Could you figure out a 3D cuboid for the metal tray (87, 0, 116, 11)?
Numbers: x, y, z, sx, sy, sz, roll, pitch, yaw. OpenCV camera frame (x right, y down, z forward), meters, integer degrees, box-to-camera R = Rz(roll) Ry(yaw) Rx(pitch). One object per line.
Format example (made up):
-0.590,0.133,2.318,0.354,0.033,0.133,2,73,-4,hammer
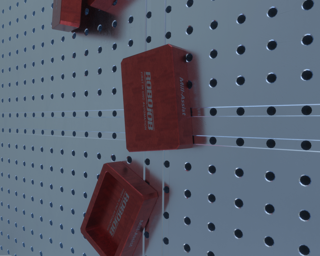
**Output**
-0.067,-0.250,0.459,0.130,0.030,0.090,-28,73,36,metal tray

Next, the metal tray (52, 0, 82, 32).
-0.149,-0.228,0.502,0.090,0.030,0.129,22,107,61,metal tray

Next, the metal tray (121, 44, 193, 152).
-0.006,-0.035,0.410,0.090,0.030,0.129,-7,86,39,metal tray

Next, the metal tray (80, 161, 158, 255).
-0.064,0.126,0.456,0.090,0.030,0.129,34,111,34,metal tray
